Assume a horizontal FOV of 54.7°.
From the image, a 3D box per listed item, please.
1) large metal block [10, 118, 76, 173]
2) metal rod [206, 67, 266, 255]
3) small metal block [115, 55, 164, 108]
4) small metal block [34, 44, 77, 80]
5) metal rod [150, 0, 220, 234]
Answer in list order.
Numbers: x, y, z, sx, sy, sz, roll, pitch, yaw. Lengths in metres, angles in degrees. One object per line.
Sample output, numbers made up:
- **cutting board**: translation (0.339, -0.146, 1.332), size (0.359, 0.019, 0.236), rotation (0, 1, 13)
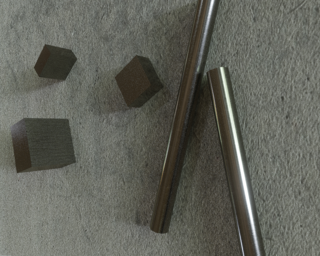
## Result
- **large metal block**: translation (-0.199, 0.029, 0.530), size (0.050, 0.081, 0.080), rotation (-21, 77, 38)
- **metal rod**: translation (0.089, 0.082, 0.330), size (0.025, 0.025, 0.298), rotation (-15, 80, 38)
- **small metal block**: translation (-0.030, -0.063, 0.428), size (0.050, 0.025, 0.050), rotation (-38, 67, 33)
- **small metal block**: translation (-0.180, -0.112, 0.534), size (0.050, 0.050, 0.025), rotation (-51, 61, 28)
- **metal rod**: translation (0.029, -0.013, 0.379), size (0.025, 0.025, 0.298), rotation (19, 102, 38)
